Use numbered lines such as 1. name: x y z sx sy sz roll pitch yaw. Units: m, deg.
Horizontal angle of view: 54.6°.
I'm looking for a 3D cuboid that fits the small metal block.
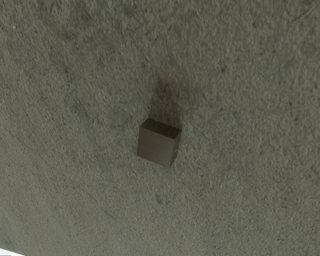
1. small metal block: -0.002 0.021 0.421 0.050 0.025 0.050 20 126 16
